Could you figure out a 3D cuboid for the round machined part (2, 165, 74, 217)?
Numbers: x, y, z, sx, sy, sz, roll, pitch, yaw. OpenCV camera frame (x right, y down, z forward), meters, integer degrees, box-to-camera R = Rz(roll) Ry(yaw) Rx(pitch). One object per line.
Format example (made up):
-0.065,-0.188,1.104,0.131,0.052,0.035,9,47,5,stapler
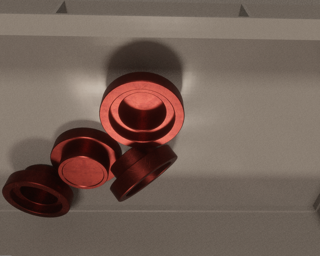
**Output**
-0.179,0.092,0.468,0.099,0.042,0.097,4,136,4,round machined part

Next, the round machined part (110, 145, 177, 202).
-0.027,0.053,0.420,0.042,0.099,0.098,51,122,13,round machined part

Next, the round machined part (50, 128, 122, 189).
-0.105,0.049,0.439,0.099,0.042,0.097,-1,130,0,round machined part

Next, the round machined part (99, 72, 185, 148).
-0.021,-0.025,0.375,0.099,0.042,0.097,-1,128,0,round machined part
